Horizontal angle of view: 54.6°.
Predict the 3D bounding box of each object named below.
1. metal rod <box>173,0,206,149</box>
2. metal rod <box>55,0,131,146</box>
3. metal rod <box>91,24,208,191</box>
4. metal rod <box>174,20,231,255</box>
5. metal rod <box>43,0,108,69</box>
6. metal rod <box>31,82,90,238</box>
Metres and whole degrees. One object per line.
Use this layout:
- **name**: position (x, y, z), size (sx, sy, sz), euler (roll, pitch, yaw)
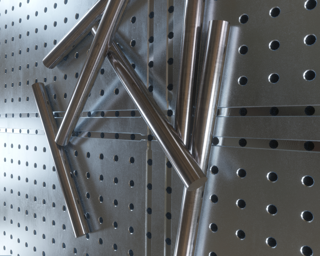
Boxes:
- **metal rod**: position (0.040, -0.123, 0.377), size (0.025, 0.025, 0.298), euler (8, 95, 40)
- **metal rod**: position (-0.109, -0.076, 0.469), size (0.025, 0.025, 0.298), euler (55, 131, 25)
- **metal rod**: position (-0.028, -0.047, 0.412), size (0.025, 0.025, 0.300), euler (-52, 53, 28)
- **metal rod**: position (0.048, 0.027, 0.370), size (0.025, 0.025, 0.298), euler (13, 98, 39)
- **metal rod**: position (-0.103, -0.181, 0.496), size (0.299, 0.025, 0.025), euler (-29, 72, 36)
- **metal rod**: position (-0.184, 0.048, 0.563), size (0.025, 0.025, 0.299), euler (-36, 68, 34)
